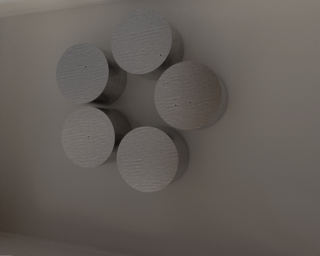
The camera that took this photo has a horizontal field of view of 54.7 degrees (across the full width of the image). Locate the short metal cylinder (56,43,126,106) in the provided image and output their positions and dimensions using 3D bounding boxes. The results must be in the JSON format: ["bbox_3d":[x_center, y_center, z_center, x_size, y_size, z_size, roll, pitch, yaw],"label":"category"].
[{"bbox_3d":[-0.094,-0.072,0.428,0.080,0.050,0.080,0,90,20],"label":"short metal cylinder"}]

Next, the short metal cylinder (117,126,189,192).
[{"bbox_3d":[-0.008,0.038,0.398,0.080,0.050,0.080,0,90,20],"label":"short metal cylinder"}]

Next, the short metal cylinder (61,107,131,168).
[{"bbox_3d":[-0.086,0.012,0.425,0.080,0.050,0.080,0,90,20],"label":"short metal cylinder"}]

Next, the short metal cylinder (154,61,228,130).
[{"bbox_3d":[0.040,-0.038,0.381,0.080,0.050,0.080,0,90,20],"label":"short metal cylinder"}]

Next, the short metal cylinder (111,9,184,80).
[{"bbox_3d":[-0.015,-0.105,0.400,0.080,0.050,0.080,0,90,20],"label":"short metal cylinder"}]
